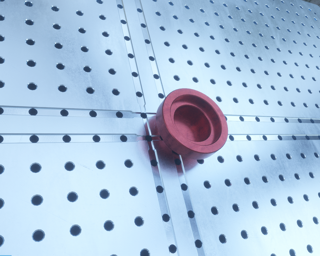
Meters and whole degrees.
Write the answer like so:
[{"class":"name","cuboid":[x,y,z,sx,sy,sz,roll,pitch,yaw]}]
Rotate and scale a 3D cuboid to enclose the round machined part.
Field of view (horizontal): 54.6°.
[{"class":"round machined part","cuboid":[0.039,-0.002,0.419,0.099,0.042,0.098,13,56,-21]}]
